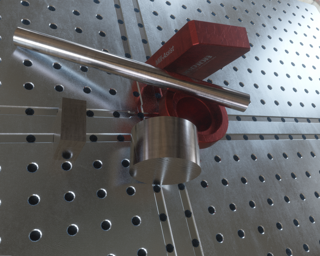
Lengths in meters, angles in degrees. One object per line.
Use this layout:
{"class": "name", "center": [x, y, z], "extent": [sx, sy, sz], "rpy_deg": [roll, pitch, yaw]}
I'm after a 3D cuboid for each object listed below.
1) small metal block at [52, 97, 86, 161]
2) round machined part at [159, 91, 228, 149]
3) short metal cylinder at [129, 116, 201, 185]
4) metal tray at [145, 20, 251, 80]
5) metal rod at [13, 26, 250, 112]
{"class": "small metal block", "center": [-0.099, 0.002, 0.338], "extent": [0.025, 0.050, 0.050], "rpy_deg": [7, 59, -25]}
{"class": "round machined part", "center": [0.042, -0.015, 0.431], "extent": [0.099, 0.042, 0.098], "rpy_deg": [14, 56, -21]}
{"class": "short metal cylinder", "center": [0.006, 0.029, 0.360], "extent": [0.081, 0.080, 0.050], "rpy_deg": [13, 57, -22]}
{"class": "metal tray", "center": [0.045, -0.096, 0.423], "extent": [0.091, 0.130, 0.030], "rpy_deg": [-4, 78, -30]}
{"class": "metal rod", "center": [-0.031, -0.073, 0.397], "extent": [0.302, 0.025, 0.025], "rpy_deg": [16, 54, -5]}
